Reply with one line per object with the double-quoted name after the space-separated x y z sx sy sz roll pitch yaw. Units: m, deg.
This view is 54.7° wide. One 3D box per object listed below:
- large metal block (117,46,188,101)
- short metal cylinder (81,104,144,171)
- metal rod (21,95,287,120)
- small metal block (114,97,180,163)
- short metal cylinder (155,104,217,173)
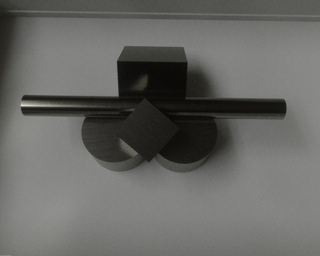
-0.009 -0.071 0.399 0.081 0.050 0.080 1 27 0 "large metal block"
-0.053 0.010 0.391 0.081 0.050 0.080 0 70 0 "short metal cylinder"
-0.007 -0.024 0.364 0.302 0.025 0.025 1 70 0 "metal rod"
-0.014 0.001 0.343 0.050 0.025 0.050 41 96 -6 "small metal block"
0.028 0.012 0.391 0.081 0.050 0.080 0 70 0 "short metal cylinder"
